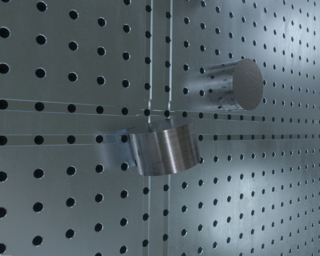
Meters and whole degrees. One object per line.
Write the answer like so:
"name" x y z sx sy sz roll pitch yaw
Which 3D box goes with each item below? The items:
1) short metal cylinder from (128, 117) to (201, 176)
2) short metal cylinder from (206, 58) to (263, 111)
"short metal cylinder" 0.006 0.020 0.378 0.081 0.080 0.050 -19 103 -38
"short metal cylinder" 0.120 -0.067 0.492 0.081 0.050 0.079 0 90 -40
